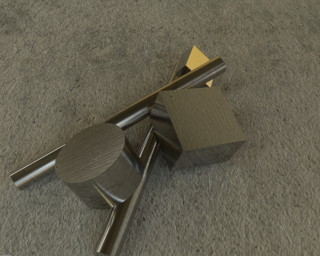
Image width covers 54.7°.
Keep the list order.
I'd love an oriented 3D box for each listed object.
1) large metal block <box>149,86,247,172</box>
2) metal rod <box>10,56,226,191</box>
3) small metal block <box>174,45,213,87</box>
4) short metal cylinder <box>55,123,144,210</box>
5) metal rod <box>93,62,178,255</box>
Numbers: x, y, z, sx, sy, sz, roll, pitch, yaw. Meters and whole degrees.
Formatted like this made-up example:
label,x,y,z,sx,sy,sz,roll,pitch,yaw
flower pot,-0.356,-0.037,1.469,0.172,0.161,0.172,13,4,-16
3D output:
label,x,y,z,sx,sy,sz,roll,pitch,yaw
large metal block,0.042,0.000,0.370,0.081,0.050,0.080,-8,59,-23
metal rod,-0.040,-0.014,0.393,0.302,0.025,0.025,-31,57,-16
small metal block,0.054,-0.086,0.461,0.050,0.025,0.050,38,49,-20
short metal cylinder,-0.064,0.041,0.337,0.080,0.050,0.080,-15,41,14
metal rod,-0.009,0.015,0.391,0.025,0.025,0.300,14,51,11
